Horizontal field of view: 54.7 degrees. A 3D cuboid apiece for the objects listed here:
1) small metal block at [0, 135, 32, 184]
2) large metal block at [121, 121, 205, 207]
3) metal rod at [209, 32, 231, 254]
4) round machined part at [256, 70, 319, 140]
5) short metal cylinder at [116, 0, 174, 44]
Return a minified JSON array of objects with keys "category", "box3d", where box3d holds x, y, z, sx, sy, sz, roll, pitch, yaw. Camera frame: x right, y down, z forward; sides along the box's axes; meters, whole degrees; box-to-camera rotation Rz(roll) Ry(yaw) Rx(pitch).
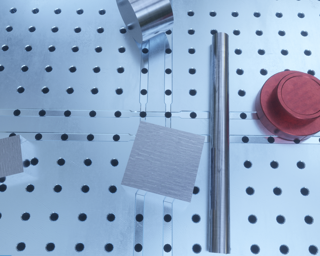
[{"category":"small metal block","box3d":[-0.197,0.041,0.394,0.050,0.025,0.050,-13,71,-5]},{"category":"large metal block","box3d":[0.005,0.045,0.382,0.080,0.050,0.080,14,71,4]},{"category":"metal rod","box3d":[0.080,0.005,0.410,0.025,0.025,0.299,4,70,1]},{"category":"round machined part","box3d":[0.185,-0.036,0.418,0.099,0.042,0.098,0,70,-1]},{"category":"short metal cylinder","box3d":[-0.023,-0.169,0.444,0.050,0.080,0.080,-29,73,-10]}]
